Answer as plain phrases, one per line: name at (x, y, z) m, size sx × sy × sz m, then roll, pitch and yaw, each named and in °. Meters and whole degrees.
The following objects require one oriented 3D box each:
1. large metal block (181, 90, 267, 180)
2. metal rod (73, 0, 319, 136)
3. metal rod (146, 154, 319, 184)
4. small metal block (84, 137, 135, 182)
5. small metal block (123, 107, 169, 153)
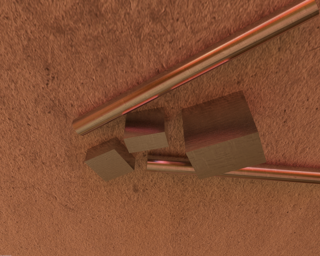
large metal block at (0.075, 0.007, 0.379) m, size 0.080 × 0.080 × 0.050 m, roll -17°, pitch 128°, yaw 14°
metal rod at (0.023, -0.061, 0.355) m, size 0.300 × 0.025 × 0.025 m, roll -25°, pitch 126°, yaw 19°
metal rod at (0.131, 0.064, 0.463) m, size 0.302 × 0.025 × 0.025 m, roll 5°, pitch 130°, yaw -5°
small metal block at (-0.071, 0.046, 0.445) m, size 0.050 × 0.025 × 0.050 m, roll -23°, pitch 127°, yaw 18°
small metal block at (-0.016, 0.002, 0.392) m, size 0.050 × 0.050 × 0.025 m, roll -10°, pitch 130°, yaw 7°
